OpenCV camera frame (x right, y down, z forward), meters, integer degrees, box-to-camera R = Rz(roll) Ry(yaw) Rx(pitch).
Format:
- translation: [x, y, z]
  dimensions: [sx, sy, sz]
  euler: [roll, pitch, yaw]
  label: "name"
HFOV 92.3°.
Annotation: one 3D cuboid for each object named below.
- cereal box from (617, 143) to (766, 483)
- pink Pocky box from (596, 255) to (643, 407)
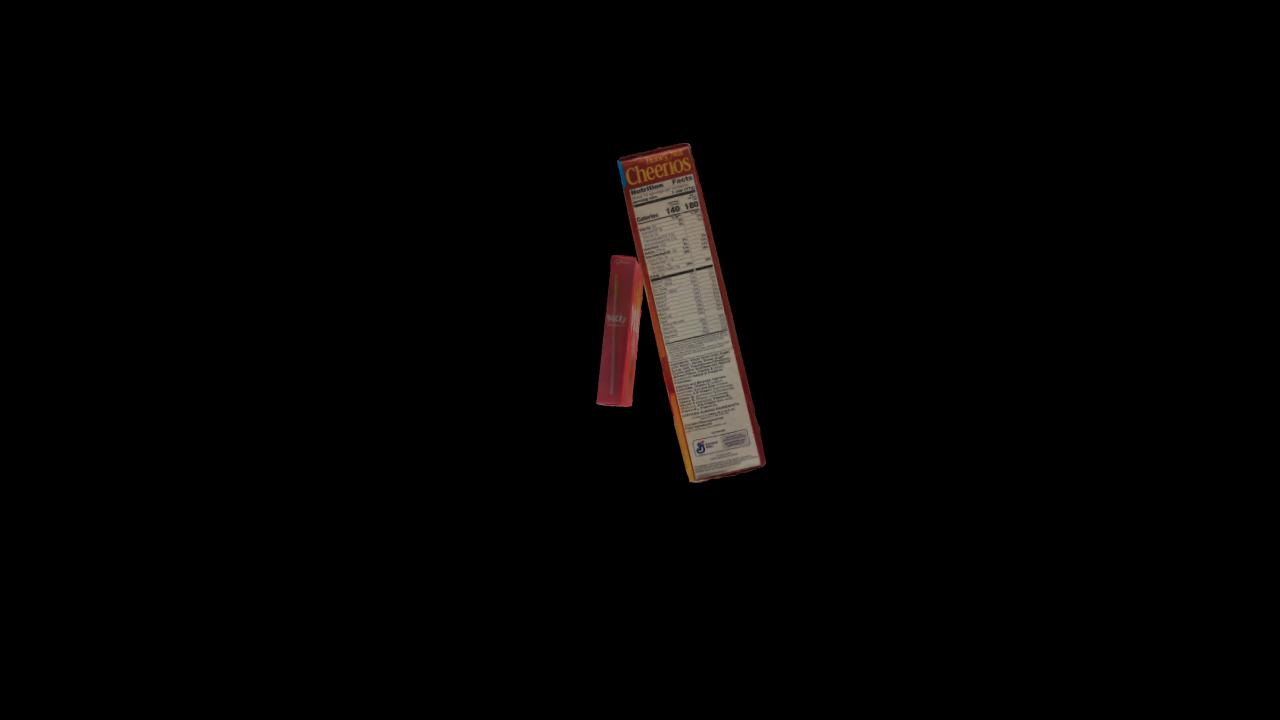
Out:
- translation: [0.054, -0.043, 0.647]
  dimensions: [0.081, 0.306, 0.203]
  euler: [-14, -2, 5]
  label: "cereal box"
- translation: [-0.019, -0.027, 0.658]
  dimensions: [0.029, 0.155, 0.084]
  euler: [5, -5, 7]
  label: "pink Pocky box"
